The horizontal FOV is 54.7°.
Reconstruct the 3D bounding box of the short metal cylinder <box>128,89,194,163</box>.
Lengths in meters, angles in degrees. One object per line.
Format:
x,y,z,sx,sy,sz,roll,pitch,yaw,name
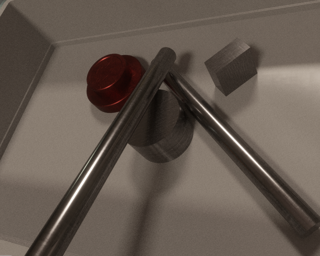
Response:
-0.004,-0.002,0.392,0.080,0.050,0.080,-13,56,20,short metal cylinder

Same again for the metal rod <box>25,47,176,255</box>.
-0.042,0.005,0.323,0.025,0.025,0.301,1,44,28,metal rod

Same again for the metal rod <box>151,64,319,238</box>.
0.067,-0.003,0.371,0.025,0.025,0.300,-38,51,2,metal rod

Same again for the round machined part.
-0.073,-0.075,0.477,0.098,0.042,0.098,-13,56,20,round machined part

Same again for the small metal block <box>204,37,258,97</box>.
0.090,-0.075,0.388,0.050,0.050,0.025,-37,51,3,small metal block
